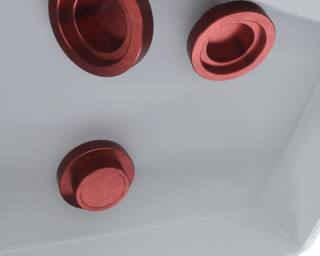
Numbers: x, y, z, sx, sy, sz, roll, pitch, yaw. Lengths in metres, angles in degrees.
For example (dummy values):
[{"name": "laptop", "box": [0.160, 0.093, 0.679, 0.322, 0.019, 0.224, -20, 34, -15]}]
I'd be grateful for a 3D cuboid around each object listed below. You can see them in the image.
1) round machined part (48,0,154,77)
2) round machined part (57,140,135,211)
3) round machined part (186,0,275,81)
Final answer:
[{"name": "round machined part", "box": [-0.049, -0.100, 0.286, 0.042, 0.098, 0.097, -49, 146, -50]}, {"name": "round machined part", "box": [-0.078, 0.067, 0.398, 0.099, 0.042, 0.097, -14, 125, -21]}, {"name": "round machined part", "box": [0.079, -0.105, 0.362, 0.099, 0.042, 0.097, -9, 144, -7]}]
